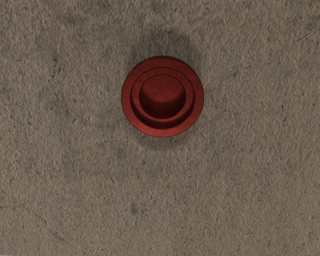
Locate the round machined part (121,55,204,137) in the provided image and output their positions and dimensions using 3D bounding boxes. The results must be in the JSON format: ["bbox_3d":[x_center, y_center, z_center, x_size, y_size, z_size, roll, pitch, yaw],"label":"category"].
[{"bbox_3d":[0.003,-0.041,0.386,0.099,0.042,0.097,0,110,-1],"label":"round machined part"}]
